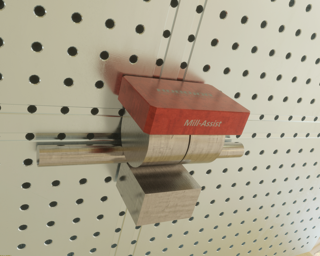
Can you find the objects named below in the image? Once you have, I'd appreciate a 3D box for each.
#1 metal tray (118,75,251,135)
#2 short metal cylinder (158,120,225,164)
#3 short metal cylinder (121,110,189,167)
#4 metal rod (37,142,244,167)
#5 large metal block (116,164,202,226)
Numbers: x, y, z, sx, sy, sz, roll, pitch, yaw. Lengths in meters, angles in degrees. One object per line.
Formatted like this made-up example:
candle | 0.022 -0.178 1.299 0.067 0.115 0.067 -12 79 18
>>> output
metal tray | 0.027 -0.026 0.363 0.131 0.090 0.030 1 118 -29
short metal cylinder | 0.038 0.006 0.397 0.050 0.080 0.079 2 118 -29
short metal cylinder | -0.008 0.006 0.371 0.050 0.080 0.079 0 118 -29
metal rod | -0.006 0.033 0.424 0.303 0.025 0.025 1 118 -29
large metal block | -0.005 0.079 0.417 0.081 0.080 0.050 1 118 -29
